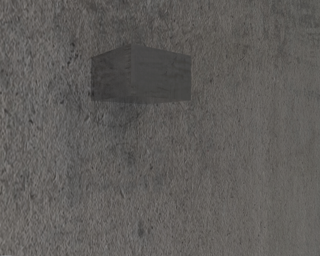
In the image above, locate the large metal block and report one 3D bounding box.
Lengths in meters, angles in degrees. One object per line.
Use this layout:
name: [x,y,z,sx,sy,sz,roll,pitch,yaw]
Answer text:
large metal block: [-0.022,-0.056,0.349,0.081,0.080,0.050,0,90,-40]
